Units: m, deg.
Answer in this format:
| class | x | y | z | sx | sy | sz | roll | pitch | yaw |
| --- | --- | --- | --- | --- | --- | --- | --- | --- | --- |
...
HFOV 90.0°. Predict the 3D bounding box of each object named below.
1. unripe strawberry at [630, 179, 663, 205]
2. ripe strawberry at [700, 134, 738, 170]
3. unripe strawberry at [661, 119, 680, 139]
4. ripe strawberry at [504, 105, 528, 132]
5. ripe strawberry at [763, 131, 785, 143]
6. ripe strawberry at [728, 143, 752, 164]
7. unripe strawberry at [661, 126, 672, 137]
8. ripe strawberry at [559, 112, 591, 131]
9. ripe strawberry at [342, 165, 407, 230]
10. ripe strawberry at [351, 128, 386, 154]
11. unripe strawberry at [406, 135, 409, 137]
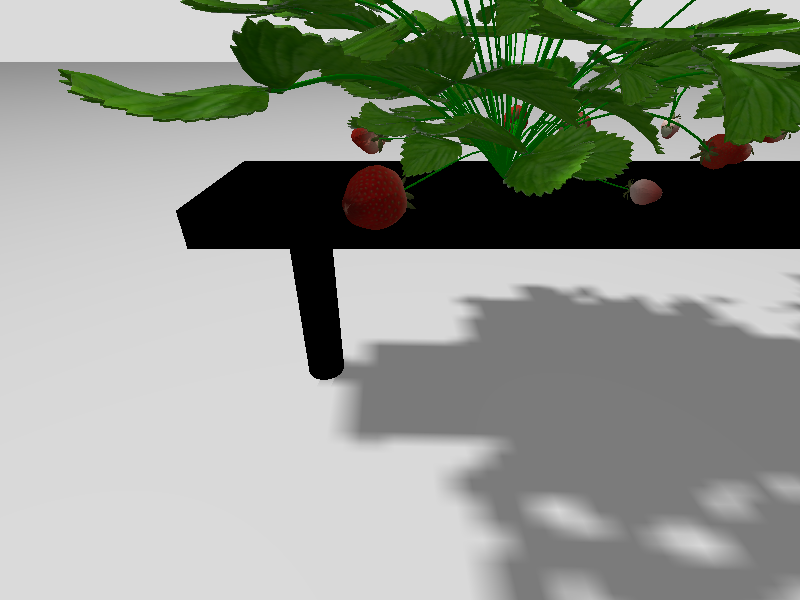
| class | x | y | z | sx | sy | sz | roll | pitch | yaw |
| --- | --- | --- | --- | --- | --- | --- | --- | --- | --- |
| unripe strawberry | 0.174 | -0.076 | 0.284 | 0.020 | 0.017 | 0.020 | 24 | 40 | 32 |
| ripe strawberry | 0.298 | -0.137 | 0.371 | 0.032 | 0.031 | 0.029 | -2 | 32 | -11 |
| unripe strawberry | 0.332 | -0.211 | 0.493 | 0.020 | 0.024 | 0.024 | 25 | 40 | 34 |
| ripe strawberry | 0.147 | -0.228 | 0.509 | 0.031 | 0.036 | 0.034 | 8 | 33 | 13 |
| ripe strawberry | 0.438 | -0.204 | 0.472 | 0.030 | 0.034 | 0.032 | -19 | 31 | -27 |
| ripe strawberry | 0.309 | -0.139 | 0.376 | 0.028 | 0.027 | 0.030 | -27 | 23 | 25 |
| unripe strawberry | 0.298 | -0.189 | 0.449 | 0.011 | 0.011 | 0.011 | -18 | 37 | -27 |
| ripe strawberry | 0.213 | -0.211 | 0.484 | 0.036 | 0.031 | 0.036 | 21 | 37 | 29 |
| ripe strawberry | -0.017 | -0.060 | 0.243 | 0.037 | 0.039 | 0.040 | 27 | 42 | 36 |
| ripe strawberry | -0.033 | -0.172 | 0.420 | 0.035 | 0.034 | 0.038 | 22 | 38 | 32 |
| unripe strawberry | 0.014 | -0.203 | 0.491 | 0.014 | 0.012 | 0.012 | -13 | -9 | -20 |
